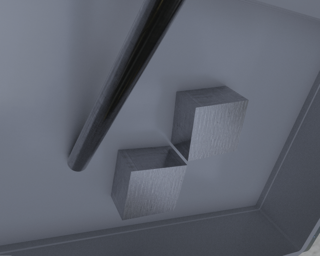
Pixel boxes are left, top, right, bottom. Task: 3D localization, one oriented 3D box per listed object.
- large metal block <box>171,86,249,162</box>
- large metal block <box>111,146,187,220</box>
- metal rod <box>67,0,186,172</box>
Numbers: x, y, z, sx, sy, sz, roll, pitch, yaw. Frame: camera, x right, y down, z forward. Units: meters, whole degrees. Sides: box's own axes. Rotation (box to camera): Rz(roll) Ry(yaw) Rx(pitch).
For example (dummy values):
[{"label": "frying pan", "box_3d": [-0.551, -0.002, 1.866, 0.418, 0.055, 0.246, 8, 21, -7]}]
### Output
[{"label": "large metal block", "box_3d": [0.066, -0.008, 0.426, 0.081, 0.050, 0.079, -9, 123, -24]}, {"label": "large metal block", "box_3d": [-0.017, 0.074, 0.431, 0.081, 0.050, 0.079, -3, 120, -28]}, {"label": "metal rod", "box_3d": [-0.036, -0.038, 0.277, 0.025, 0.025, 0.298, 3, 146, -30]}]
